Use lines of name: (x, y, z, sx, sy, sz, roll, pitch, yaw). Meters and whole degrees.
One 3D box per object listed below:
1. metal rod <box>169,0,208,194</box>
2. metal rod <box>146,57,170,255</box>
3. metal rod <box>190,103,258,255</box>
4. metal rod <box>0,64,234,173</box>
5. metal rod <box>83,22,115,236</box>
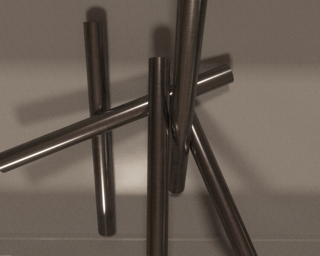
metal rod: (0.025, -0.022, 0.340, 0.025, 0.025, 0.298, 0, 135, -1)
metal rod: (-0.002, 0.070, 0.360, 0.025, 0.025, 0.298, 1, 91, -1)
metal rod: (0.085, 0.106, 0.381, 0.025, 0.025, 0.299, -24, 82, 8)
metal rod: (-0.053, -0.013, 0.382, 0.302, 0.025, 0.025, -22, 109, -2)
metal rod: (-0.079, 0.015, 0.415, 0.025, 0.025, 0.298, 0, 110, -1)
